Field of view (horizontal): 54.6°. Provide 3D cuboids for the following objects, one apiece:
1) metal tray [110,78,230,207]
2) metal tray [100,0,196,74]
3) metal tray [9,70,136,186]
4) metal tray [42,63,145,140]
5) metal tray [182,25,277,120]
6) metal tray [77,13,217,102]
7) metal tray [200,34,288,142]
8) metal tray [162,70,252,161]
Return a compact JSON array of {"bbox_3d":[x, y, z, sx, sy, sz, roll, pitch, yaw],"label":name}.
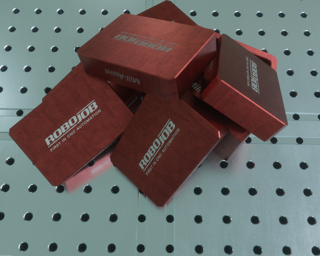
[{"bbox_3d":[0.005,0.019,0.356,0.090,0.129,0.030,42,33,13],"label":"metal tray"},{"bbox_3d":[-0.006,-0.119,0.432,0.131,0.030,0.090,-37,76,-27],"label":"metal tray"},{"bbox_3d":[-0.105,-0.003,0.385,0.130,0.030,0.090,-40,90,-2],"label":"metal tray"},{"bbox_3d":[-0.082,-0.051,0.427,0.090,0.030,0.130,37,74,12],"label":"metal tray"},{"bbox_3d":[0.091,-0.072,0.412,0.131,0.030,0.090,17,69,-15],"label":"metal tray"},{"bbox_3d":[-0.015,-0.084,0.346,0.130,0.030,0.090,21,56,28],"label":"metal tray"},{"bbox_3d":[0.097,-0.053,0.362,0.090,0.030,0.130,33,36,-10],"label":"metal tray"},{"bbox_3d":[0.051,-0.023,0.387,0.130,0.090,0.030,42,76,14],"label":"metal tray"}]
